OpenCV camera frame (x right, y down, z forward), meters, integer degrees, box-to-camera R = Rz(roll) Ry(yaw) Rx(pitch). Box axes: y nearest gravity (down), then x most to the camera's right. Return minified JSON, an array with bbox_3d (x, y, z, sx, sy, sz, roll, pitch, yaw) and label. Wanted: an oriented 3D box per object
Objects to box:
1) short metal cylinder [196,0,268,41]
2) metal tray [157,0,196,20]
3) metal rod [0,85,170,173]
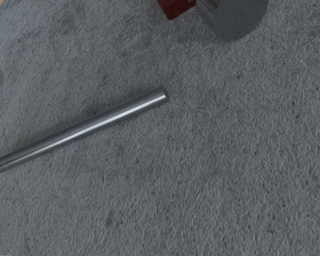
[{"bbox_3d":[0.097,-0.167,0.420,0.080,0.080,0.050,-33,52,7],"label":"short metal cylinder"},{"bbox_3d":[0.052,-0.250,0.527,0.130,0.030,0.090,-30,52,9],"label":"metal tray"},{"bbox_3d":[-0.127,0.007,0.466,0.301,0.025,0.025,-22,54,14],"label":"metal rod"}]
